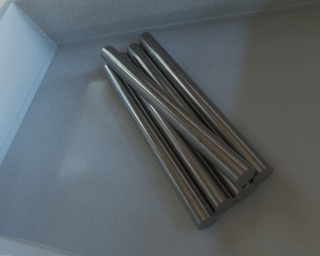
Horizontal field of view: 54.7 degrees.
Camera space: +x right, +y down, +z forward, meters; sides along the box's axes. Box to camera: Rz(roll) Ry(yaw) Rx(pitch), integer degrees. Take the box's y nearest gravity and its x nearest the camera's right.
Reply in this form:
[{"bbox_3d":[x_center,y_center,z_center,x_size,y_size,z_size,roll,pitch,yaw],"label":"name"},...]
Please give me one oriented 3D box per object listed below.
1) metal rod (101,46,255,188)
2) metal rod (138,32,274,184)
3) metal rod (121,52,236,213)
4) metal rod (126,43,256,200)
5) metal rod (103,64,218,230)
[{"bbox_3d":[0.000,-0.035,0.392,0.025,0.025,0.300,-43,51,-2],"label":"metal rod"},{"bbox_3d":[0.041,-0.048,0.412,0.025,0.025,0.300,-37,51,4],"label":"metal rod"},{"bbox_3d":[0.002,-0.017,0.413,0.025,0.025,0.300,-37,51,4],"label":"metal rod"},{"bbox_3d":[0.022,-0.031,0.411,0.025,0.025,0.300,-37,51,4],"label":"metal rod"},{"bbox_3d":[-0.016,0.001,0.412,0.025,0.025,0.300,-37,51,4],"label":"metal rod"}]
